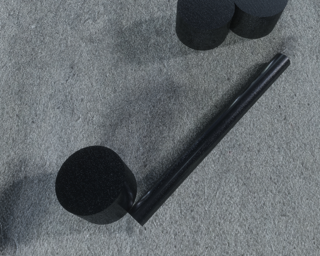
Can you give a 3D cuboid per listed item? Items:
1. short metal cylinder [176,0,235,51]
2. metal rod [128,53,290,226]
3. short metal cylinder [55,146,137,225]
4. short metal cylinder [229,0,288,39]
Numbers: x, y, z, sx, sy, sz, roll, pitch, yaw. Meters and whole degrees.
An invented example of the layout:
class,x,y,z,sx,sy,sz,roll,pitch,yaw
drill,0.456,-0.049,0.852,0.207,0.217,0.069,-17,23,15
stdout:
class,x,y,z,sx,sy,sz,roll,pitch,yaw
short metal cylinder,0.064,-0.162,0.455,0.081,0.050,0.080,0,70,0
metal rod,0.073,0.005,0.406,0.025,0.025,0.301,41,75,13
short metal cylinder,-0.072,0.067,0.360,0.080,0.050,0.080,-5,61,10
short metal cylinder,0.142,-0.182,0.462,0.081,0.050,0.080,0,70,0
